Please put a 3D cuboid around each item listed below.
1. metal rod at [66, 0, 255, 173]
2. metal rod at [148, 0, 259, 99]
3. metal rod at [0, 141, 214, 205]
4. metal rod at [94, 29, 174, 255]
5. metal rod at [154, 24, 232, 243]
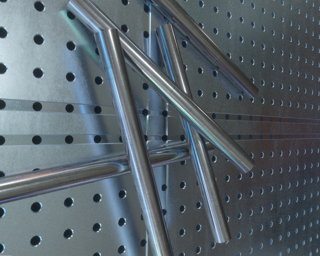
[{"bbox_3d":[0.014,-0.043,0.379,0.300,0.025,0.025,42,64,-18],"label":"metal rod"},{"bbox_3d":[0.061,-0.131,0.462,0.301,0.025,0.025,34,69,-35],"label":"metal rod"},{"bbox_3d":[-0.042,0.044,0.375,0.302,0.025,0.025,-8,95,-40],"label":"metal rod"},{"bbox_3d":[-0.023,0.041,0.357,0.025,0.025,0.298,-23,106,-38],"label":"metal rod"},{"bbox_3d":[0.046,0.008,0.420,0.025,0.025,0.298,-17,92,-39],"label":"metal rod"}]
